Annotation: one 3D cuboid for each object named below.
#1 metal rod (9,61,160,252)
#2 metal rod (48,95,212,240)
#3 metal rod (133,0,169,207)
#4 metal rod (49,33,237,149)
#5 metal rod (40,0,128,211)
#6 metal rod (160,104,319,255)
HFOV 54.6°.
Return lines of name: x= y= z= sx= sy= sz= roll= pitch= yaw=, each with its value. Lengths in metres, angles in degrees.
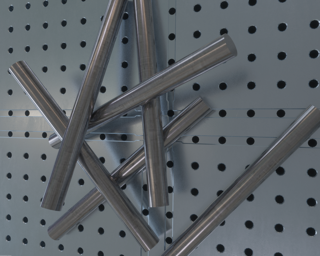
metal rod: x=-0.102 y=0.035 z=0.412 sx=0.025 sy=0.025 sz=0.300 roll=-39 pitch=87 yaw=16
metal rod: x=-0.051 y=0.063 z=0.430 sx=0.299 sy=0.025 sz=0.025 roll=-41 pitch=77 yaw=15
metal rod: x=-0.014 y=-0.053 z=0.399 sx=0.025 sy=0.025 sz=0.299 roll=-8 pitch=80 yaw=20
metal rod: x=-0.044 y=-0.031 z=0.387 sx=0.299 sy=0.025 sz=0.025 roll=-24 pitch=82 yaw=34
metal rod: x=-0.093 y=-0.045 z=0.402 sx=0.025 sy=0.025 sz=0.299 roll=10 pitch=77 yaw=20
metal rod: x=0.084 y=0.092 z=0.383 sx=0.025 sy=0.025 sz=0.299 roll=44 pitch=104 yaw=14
